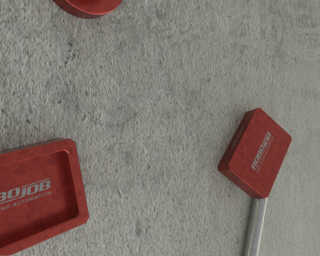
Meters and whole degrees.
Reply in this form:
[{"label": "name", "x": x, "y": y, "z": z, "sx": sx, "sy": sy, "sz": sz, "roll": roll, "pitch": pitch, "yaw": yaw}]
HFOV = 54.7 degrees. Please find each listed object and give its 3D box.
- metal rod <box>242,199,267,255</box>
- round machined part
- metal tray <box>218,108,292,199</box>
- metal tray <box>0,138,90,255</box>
[{"label": "metal rod", "x": 0.172, "y": 0.164, "z": 0.552, "sx": 0.025, "sy": 0.025, "sz": 0.299, "roll": 23, "pitch": 75, "yaw": -38}, {"label": "round machined part", "x": -0.076, "y": -0.172, "z": 0.331, "sx": 0.099, "sy": 0.042, "sz": 0.097, "roll": 0, "pitch": 90, "yaw": -40}, {"label": "metal tray", "x": 0.163, "y": 0.042, "z": 0.524, "sx": 0.090, "sy": 0.030, "sz": 0.130, "roll": 40, "pitch": 64, "yaw": -13}, {"label": "metal tray", "x": -0.138, "y": 0.066, "z": 0.287, "sx": 0.131, "sy": 0.030, "sz": 0.089, "roll": -15, "pitch": 99, "yaw": -39}]
